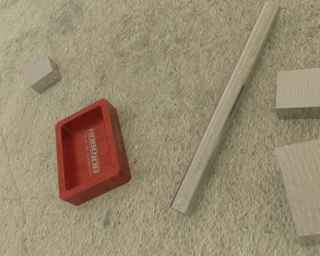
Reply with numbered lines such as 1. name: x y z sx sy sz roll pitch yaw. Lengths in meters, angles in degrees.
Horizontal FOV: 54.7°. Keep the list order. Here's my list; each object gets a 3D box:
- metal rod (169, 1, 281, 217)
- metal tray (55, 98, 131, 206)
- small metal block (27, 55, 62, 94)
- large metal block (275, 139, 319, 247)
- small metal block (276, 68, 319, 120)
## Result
1. metal rod: 0.087 -0.036 0.379 0.025 0.025 0.300 16 69 34
2. metal tray: -0.097 0.030 0.430 0.090 0.030 0.130 -26 53 11
3. small metal block: -0.216 -0.099 0.575 0.050 0.025 0.050 -34 52 5
4. large metal block: 0.155 0.055 0.273 0.080 0.050 0.080 -15 56 19
5. small metal block: 0.158 -0.038 0.344 0.050 0.025 0.050 -1 61 27
